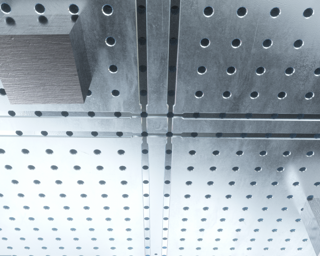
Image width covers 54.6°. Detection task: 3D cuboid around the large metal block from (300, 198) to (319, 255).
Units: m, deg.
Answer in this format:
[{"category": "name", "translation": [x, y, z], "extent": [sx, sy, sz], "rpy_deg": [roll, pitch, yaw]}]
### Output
[{"category": "large metal block", "translation": [0.294, 0.164, 0.517], "extent": [0.080, 0.080, 0.050], "rpy_deg": [-3, 130, 2]}]

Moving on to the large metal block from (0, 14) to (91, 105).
[{"category": "large metal block", "translation": [-0.124, -0.072, 0.332], "extent": [0.080, 0.050, 0.080], "rpy_deg": [-1, 130, 0]}]
